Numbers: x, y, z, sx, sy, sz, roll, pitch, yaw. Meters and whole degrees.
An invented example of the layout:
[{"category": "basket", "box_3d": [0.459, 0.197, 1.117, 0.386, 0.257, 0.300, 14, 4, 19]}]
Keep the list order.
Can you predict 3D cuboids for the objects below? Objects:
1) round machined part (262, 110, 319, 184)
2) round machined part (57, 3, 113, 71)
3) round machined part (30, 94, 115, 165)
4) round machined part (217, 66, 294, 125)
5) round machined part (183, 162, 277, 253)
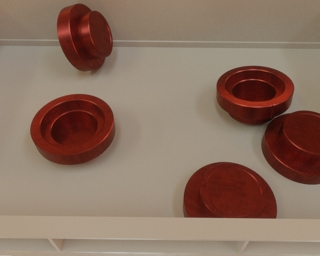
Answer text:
[{"category": "round machined part", "box_3d": [0.180, 0.016, 0.381, 0.099, 0.042, 0.098, 0, 50, 0]}, {"category": "round machined part", "box_3d": [-0.106, -0.137, 0.467, 0.042, 0.098, 0.098, -7, 48, 20]}, {"category": "round machined part", "box_3d": [-0.105, 0.006, 0.388, 0.099, 0.042, 0.098, 0, 50, 0]}, {"category": "round machined part", "box_3d": [0.127, -0.042, 0.422, 0.099, 0.042, 0.098, -4, 41, 4]}, {"category": "round machined part", "box_3d": [0.075, 0.076, 0.330, 0.099, 0.042, 0.098, 0, 50, 0]}]
